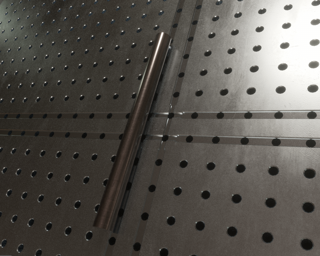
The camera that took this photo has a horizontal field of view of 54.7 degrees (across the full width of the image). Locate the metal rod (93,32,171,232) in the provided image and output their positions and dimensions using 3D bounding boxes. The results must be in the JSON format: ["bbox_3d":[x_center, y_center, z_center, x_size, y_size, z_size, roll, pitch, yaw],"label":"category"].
[{"bbox_3d":[-0.031,-0.011,0.429,0.025,0.025,0.300,2,62,28],"label":"metal rod"}]
